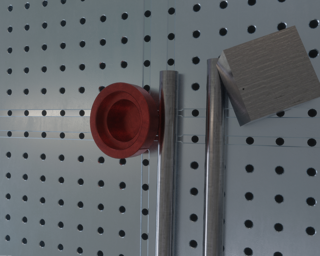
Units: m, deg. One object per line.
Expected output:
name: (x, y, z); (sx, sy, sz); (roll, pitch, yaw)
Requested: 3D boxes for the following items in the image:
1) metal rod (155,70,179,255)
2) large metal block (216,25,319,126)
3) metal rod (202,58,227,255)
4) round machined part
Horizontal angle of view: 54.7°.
metal rod: (0.008, 0.075, 0.409); (0.025, 0.025, 0.298); (2, 91, 20)
large metal block: (0.118, -0.055, 0.345); (0.080, 0.050, 0.080); (-19, 83, -1)
metal rod: (0.068, 0.064, 0.388); (0.025, 0.025, 0.298); (1, 90, 20)
round machined part: (-0.043, -0.009, 0.412); (0.098, 0.042, 0.097); (0, 90, 32)
